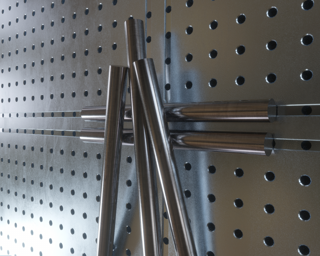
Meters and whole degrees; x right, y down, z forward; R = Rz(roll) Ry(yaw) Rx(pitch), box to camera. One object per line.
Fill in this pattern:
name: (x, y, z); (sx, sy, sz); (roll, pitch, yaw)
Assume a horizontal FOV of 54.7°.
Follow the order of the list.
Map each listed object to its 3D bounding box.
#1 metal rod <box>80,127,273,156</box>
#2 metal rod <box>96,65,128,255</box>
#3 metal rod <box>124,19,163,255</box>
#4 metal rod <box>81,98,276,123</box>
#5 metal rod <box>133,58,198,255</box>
metal rod: (-0.005, 0.014, 0.412); (0.300, 0.025, 0.025); (1, 91, 39)
metal rod: (-0.070, 0.062, 0.441); (0.025, 0.025, 0.298); (18, 108, 38)
metal rod: (-0.021, 0.011, 0.393); (0.025, 0.025, 0.298); (-8, 85, 39)
metal rod: (-0.002, -0.020, 0.410); (0.300, 0.025, 0.025); (1, 91, 39)
metal rod: (0.012, 0.065, 0.373); (0.025, 0.025, 0.298); (-14, 89, 39)
